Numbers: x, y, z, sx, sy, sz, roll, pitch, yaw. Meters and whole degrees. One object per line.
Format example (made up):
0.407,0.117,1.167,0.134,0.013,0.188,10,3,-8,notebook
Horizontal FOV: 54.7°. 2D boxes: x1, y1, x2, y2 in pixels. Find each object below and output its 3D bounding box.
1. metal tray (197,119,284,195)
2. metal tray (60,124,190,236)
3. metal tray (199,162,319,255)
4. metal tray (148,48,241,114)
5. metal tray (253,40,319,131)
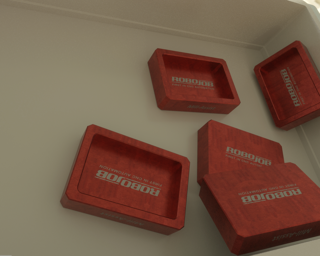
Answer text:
0.117,0.049,0.438,0.131,0.030,0.090,18,55,-18,metal tray
-0.033,0.059,0.349,0.131,0.030,0.090,21,54,-16,metal tray
0.122,0.085,0.352,0.131,0.030,0.090,-5,34,-18,metal tray
0.053,-0.070,0.475,0.131,0.030,0.090,2,61,-28,metal tray
0.224,-0.071,0.528,0.030,0.090,0.130,16,53,-43,metal tray
